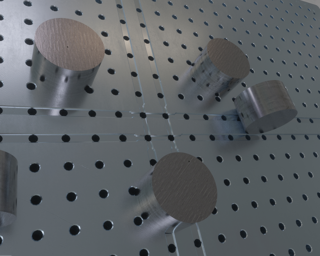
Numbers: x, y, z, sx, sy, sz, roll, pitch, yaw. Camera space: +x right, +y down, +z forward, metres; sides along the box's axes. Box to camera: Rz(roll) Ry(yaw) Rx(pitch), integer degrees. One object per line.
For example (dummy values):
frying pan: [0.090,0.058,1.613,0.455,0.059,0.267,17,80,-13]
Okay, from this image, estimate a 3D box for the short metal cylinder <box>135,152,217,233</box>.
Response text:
short metal cylinder: [0.018,0.074,0.356,0.081,0.050,0.080,14,56,-21]

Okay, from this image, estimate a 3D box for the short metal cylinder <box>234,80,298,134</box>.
short metal cylinder: [0.162,-0.030,0.478,0.081,0.080,0.050,-2,63,-29]

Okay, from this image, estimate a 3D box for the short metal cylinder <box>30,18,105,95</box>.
short metal cylinder: [-0.115,-0.088,0.384,0.081,0.050,0.080,14,56,-21]

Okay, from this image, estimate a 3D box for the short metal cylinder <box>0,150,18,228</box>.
short metal cylinder: [-0.161,0.053,0.253,0.081,0.080,0.050,2,61,-27]

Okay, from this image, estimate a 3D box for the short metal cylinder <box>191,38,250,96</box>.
short metal cylinder: [0.098,-0.099,0.505,0.081,0.050,0.080,14,56,-21]
